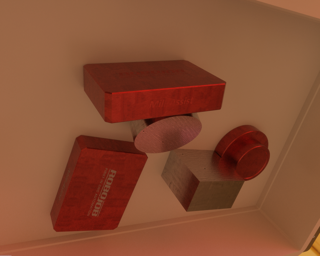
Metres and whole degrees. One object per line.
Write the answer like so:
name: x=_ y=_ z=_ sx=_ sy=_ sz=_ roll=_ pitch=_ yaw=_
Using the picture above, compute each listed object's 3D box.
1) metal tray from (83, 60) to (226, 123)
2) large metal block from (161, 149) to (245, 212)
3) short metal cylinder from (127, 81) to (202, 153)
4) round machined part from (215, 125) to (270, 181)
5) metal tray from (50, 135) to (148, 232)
metal tray: x=-0.008 y=-0.045 z=0.335 sx=0.131 sy=0.090 sz=0.030 roll=-8 pitch=120 yaw=-25
large metal block: x=0.060 y=0.074 z=0.454 sx=0.081 sy=0.080 sz=0.050 roll=5 pitch=116 yaw=-31
short metal cylinder: x=0.003 y=-0.011 z=0.369 sx=0.081 sy=0.050 sz=0.080 roll=-13 pitch=150 yaw=-8
round machined part: x=0.139 y=0.048 z=0.506 sx=0.099 sy=0.042 sz=0.097 roll=-14 pitch=125 yaw=-21
metal tray: x=-0.082 y=0.077 z=0.410 sx=0.091 sy=0.030 sz=0.129 roll=10 pitch=113 yaw=-33
